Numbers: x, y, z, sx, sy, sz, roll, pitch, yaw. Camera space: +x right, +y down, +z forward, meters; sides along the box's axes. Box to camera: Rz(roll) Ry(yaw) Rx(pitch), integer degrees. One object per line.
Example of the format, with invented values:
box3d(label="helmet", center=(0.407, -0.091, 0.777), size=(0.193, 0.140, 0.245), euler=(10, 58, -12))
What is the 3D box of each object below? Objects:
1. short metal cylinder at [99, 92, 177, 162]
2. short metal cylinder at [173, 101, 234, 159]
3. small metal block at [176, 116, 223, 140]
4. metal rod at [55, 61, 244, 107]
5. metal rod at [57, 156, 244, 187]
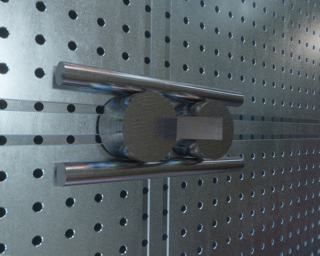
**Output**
box3d(label="short metal cylinder", center=(-0.025, -0.001, 0.368), size=(0.081, 0.050, 0.079), euler=(0, 90, -40))
box3d(label="short metal cylinder", center=(0.059, 0.003, 0.439), size=(0.081, 0.050, 0.079), euler=(0, 90, -40))
box3d(label="small metal block", center=(0.047, 0.001, 0.368), size=(0.050, 0.050, 0.025), euler=(22, 70, -83))
box3d(label="metal rod", center=(0.013, -0.052, 0.416), size=(0.302, 0.025, 0.025), euler=(2, 89, -40))
box3d(label="metal rod", center=(0.014, 0.054, 0.417), size=(0.302, 0.025, 0.025), euler=(3, 88, -40))
